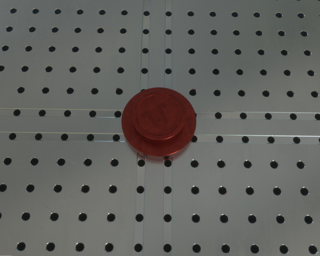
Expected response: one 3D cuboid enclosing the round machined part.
[{"bbox_3d":[-0.001,-0.010,0.406,0.099,0.042,0.098,0,70,-1],"label":"round machined part"}]
